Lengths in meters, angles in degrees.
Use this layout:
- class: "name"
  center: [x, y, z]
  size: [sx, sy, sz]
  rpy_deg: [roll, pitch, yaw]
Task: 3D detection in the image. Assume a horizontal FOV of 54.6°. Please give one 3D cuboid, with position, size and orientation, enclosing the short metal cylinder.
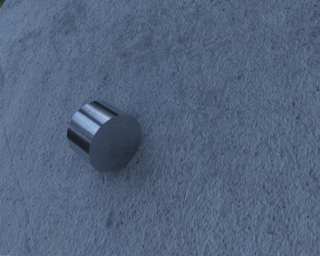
- class: "short metal cylinder"
  center: [-0.071, 0.011, 0.400]
  size: [0.050, 0.080, 0.080]
  rpy_deg: [29, 78, 37]
